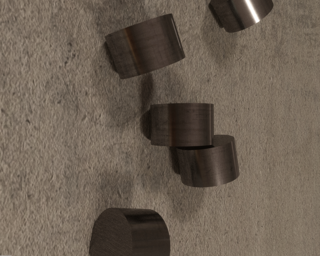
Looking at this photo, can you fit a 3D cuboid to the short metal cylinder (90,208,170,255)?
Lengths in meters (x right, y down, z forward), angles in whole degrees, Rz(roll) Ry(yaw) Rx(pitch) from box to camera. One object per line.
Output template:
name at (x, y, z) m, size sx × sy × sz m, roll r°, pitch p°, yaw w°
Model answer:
short metal cylinder at (-0.034, 0.130, 0.342) m, size 0.050 × 0.080 × 0.080 m, roll 15°, pitch 80°, yaw -40°

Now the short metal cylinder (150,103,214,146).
short metal cylinder at (0.028, -0.005, 0.395) m, size 0.081 × 0.080 × 0.050 m, roll -2°, pitch 91°, yaw -40°

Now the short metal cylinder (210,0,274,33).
short metal cylinder at (0.126, -0.193, 0.477) m, size 0.050 × 0.080 × 0.080 m, roll 52°, pitch 60°, yaw -28°

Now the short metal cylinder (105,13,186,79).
short metal cylinder at (-0.017, -0.094, 0.357) m, size 0.081 × 0.080 × 0.050 m, roll -31°, pitch 110°, yaw -36°

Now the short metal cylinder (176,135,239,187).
short metal cylinder at (0.065, 0.043, 0.426) m, size 0.081 × 0.080 × 0.050 m, roll -17°, pitch 101°, yaw -39°
